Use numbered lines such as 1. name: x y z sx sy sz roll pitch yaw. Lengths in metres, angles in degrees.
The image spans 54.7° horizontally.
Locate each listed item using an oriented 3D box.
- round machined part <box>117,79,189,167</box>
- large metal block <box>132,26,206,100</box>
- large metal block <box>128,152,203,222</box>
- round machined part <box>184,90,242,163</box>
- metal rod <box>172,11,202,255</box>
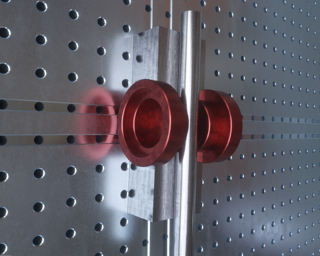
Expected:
1. round machined part: -0.005 -0.005 0.356 0.042 0.098 0.097 3 89 -40
2. large metal block: 0.012 -0.078 0.403 0.081 0.050 0.080 3 88 -40
3. large metal block: 0.008 0.069 0.399 0.081 0.050 0.080 4 88 -40
4. round machined part: 0.057 -0.002 0.409 0.042 0.098 0.097 2 89 -35
5. metal rod: 0.033 0.012 0.371 0.025 0.025 0.298 3 88 -40
